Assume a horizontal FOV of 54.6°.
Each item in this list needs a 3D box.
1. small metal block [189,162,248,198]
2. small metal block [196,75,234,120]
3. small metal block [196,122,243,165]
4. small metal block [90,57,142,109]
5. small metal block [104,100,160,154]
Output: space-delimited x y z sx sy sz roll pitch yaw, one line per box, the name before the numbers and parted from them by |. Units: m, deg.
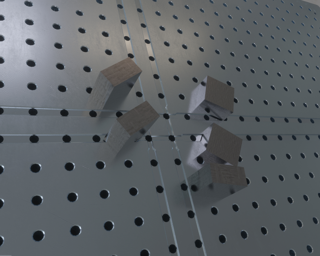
small metal block | 0.072 0.067 0.389 0.050 0.050 0.025 10 58 -23
small metal block | 0.087 -0.047 0.483 0.050 0.025 0.050 22 53 -15
small metal block | 0.084 0.028 0.435 0.050 0.025 0.050 30 52 -9
small metal block | -0.056 -0.058 0.396 0.025 0.050 0.050 48 51 5
small metal block | -0.034 0.000 0.373 0.025 0.050 0.050 49 51 6
